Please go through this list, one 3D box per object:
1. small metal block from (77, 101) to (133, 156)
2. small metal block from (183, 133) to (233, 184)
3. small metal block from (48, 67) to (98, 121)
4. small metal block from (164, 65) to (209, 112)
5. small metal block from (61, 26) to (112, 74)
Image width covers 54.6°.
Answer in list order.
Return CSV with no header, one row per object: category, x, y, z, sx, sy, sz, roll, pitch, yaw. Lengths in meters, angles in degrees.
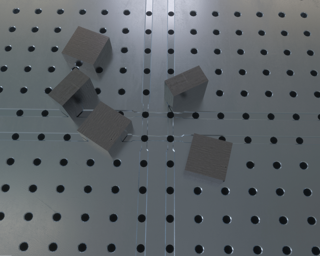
small metal block,-0.072,0.001,0.411,0.050,0.025,0.050,32,73,11
small metal block,0.061,0.040,0.398,0.050,0.025,0.050,15,71,5
small metal block,-0.115,-0.044,0.414,0.025,0.050,0.050,37,74,12
small metal block,0.034,-0.052,0.418,0.050,0.050,0.025,-25,72,-9
small metal block,-0.106,-0.114,0.453,0.050,0.025,0.050,22,71,8
